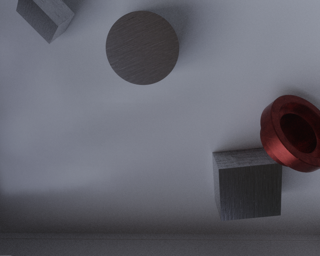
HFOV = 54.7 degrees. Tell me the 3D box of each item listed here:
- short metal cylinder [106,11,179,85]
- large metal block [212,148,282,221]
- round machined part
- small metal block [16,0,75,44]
[{"bbox_3d":[-0.019,-0.095,0.363,0.081,0.050,0.079,0,110,-1],"label":"short metal cylinder"},{"bbox_3d":[0.118,0.076,0.428,0.080,0.050,0.079,-6,110,2],"label":"large metal block"},{"bbox_3d":[0.167,0.010,0.389,0.098,0.098,0.042,25,145,-9],"label":"round machined part"},{"bbox_3d":[-0.129,-0.129,0.346,0.050,0.050,0.025,46,63,-15],"label":"small metal block"}]
